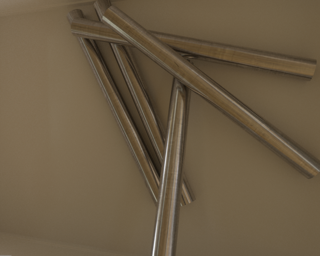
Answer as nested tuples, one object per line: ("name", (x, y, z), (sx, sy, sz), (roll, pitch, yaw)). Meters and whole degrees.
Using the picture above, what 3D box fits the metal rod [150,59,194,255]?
("metal rod", (0.013, 0.053, 0.340), (0.025, 0.025, 0.299), (-1, 65, 19))

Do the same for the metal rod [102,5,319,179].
("metal rod", (0.057, -0.044, 0.361), (0.300, 0.025, 0.025), (38, 102, 4))

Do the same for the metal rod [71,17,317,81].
("metal rod", (0.030, -0.100, 0.383), (0.301, 0.025, 0.025), (14, 95, 13))

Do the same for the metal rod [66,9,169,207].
("metal rod", (-0.059, -0.033, 0.430), (0.025, 0.025, 0.299), (-29, 81, 17))

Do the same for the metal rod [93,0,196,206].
("metal rod", (-0.024, -0.040, 0.417), (0.025, 0.025, 0.299), (-26, 82, 18))
